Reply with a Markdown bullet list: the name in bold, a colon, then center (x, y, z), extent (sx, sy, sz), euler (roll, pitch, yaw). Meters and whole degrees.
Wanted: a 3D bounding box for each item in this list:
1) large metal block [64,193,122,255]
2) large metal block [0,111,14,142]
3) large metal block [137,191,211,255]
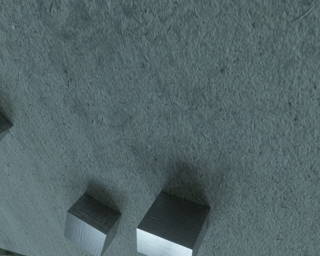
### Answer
- **large metal block**: center (-0.124, 0.179, 0.567), extent (0.080, 0.050, 0.079), euler (27, 128, 11)
- **large metal block**: center (-0.327, -0.005, 0.560), extent (0.080, 0.050, 0.080), euler (-33, 100, 38)
- **large metal block**: center (0.021, 0.147, 0.452), extent (0.080, 0.080, 0.050), euler (15, 124, 20)
